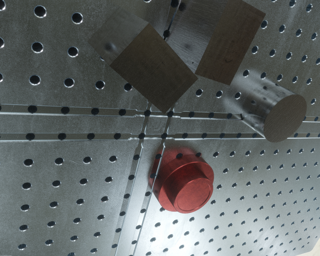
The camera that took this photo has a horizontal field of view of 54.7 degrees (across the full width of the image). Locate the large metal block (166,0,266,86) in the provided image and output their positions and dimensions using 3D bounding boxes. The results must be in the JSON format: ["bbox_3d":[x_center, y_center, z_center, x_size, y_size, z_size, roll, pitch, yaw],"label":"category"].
[{"bbox_3d":[0.054,-0.103,0.341,0.050,0.080,0.079,11,113,-33],"label":"large metal block"}]

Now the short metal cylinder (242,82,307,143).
[{"bbox_3d":[0.174,-0.025,0.475,0.081,0.050,0.079,-14,124,-21],"label":"short metal cylinder"}]

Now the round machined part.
[{"bbox_3d":[0.043,0.094,0.481,0.099,0.042,0.097,-14,124,-21],"label":"round machined part"}]

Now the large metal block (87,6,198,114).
[{"bbox_3d":[-0.019,-0.071,0.321,0.050,0.080,0.080,-47,129,5],"label":"large metal block"}]
